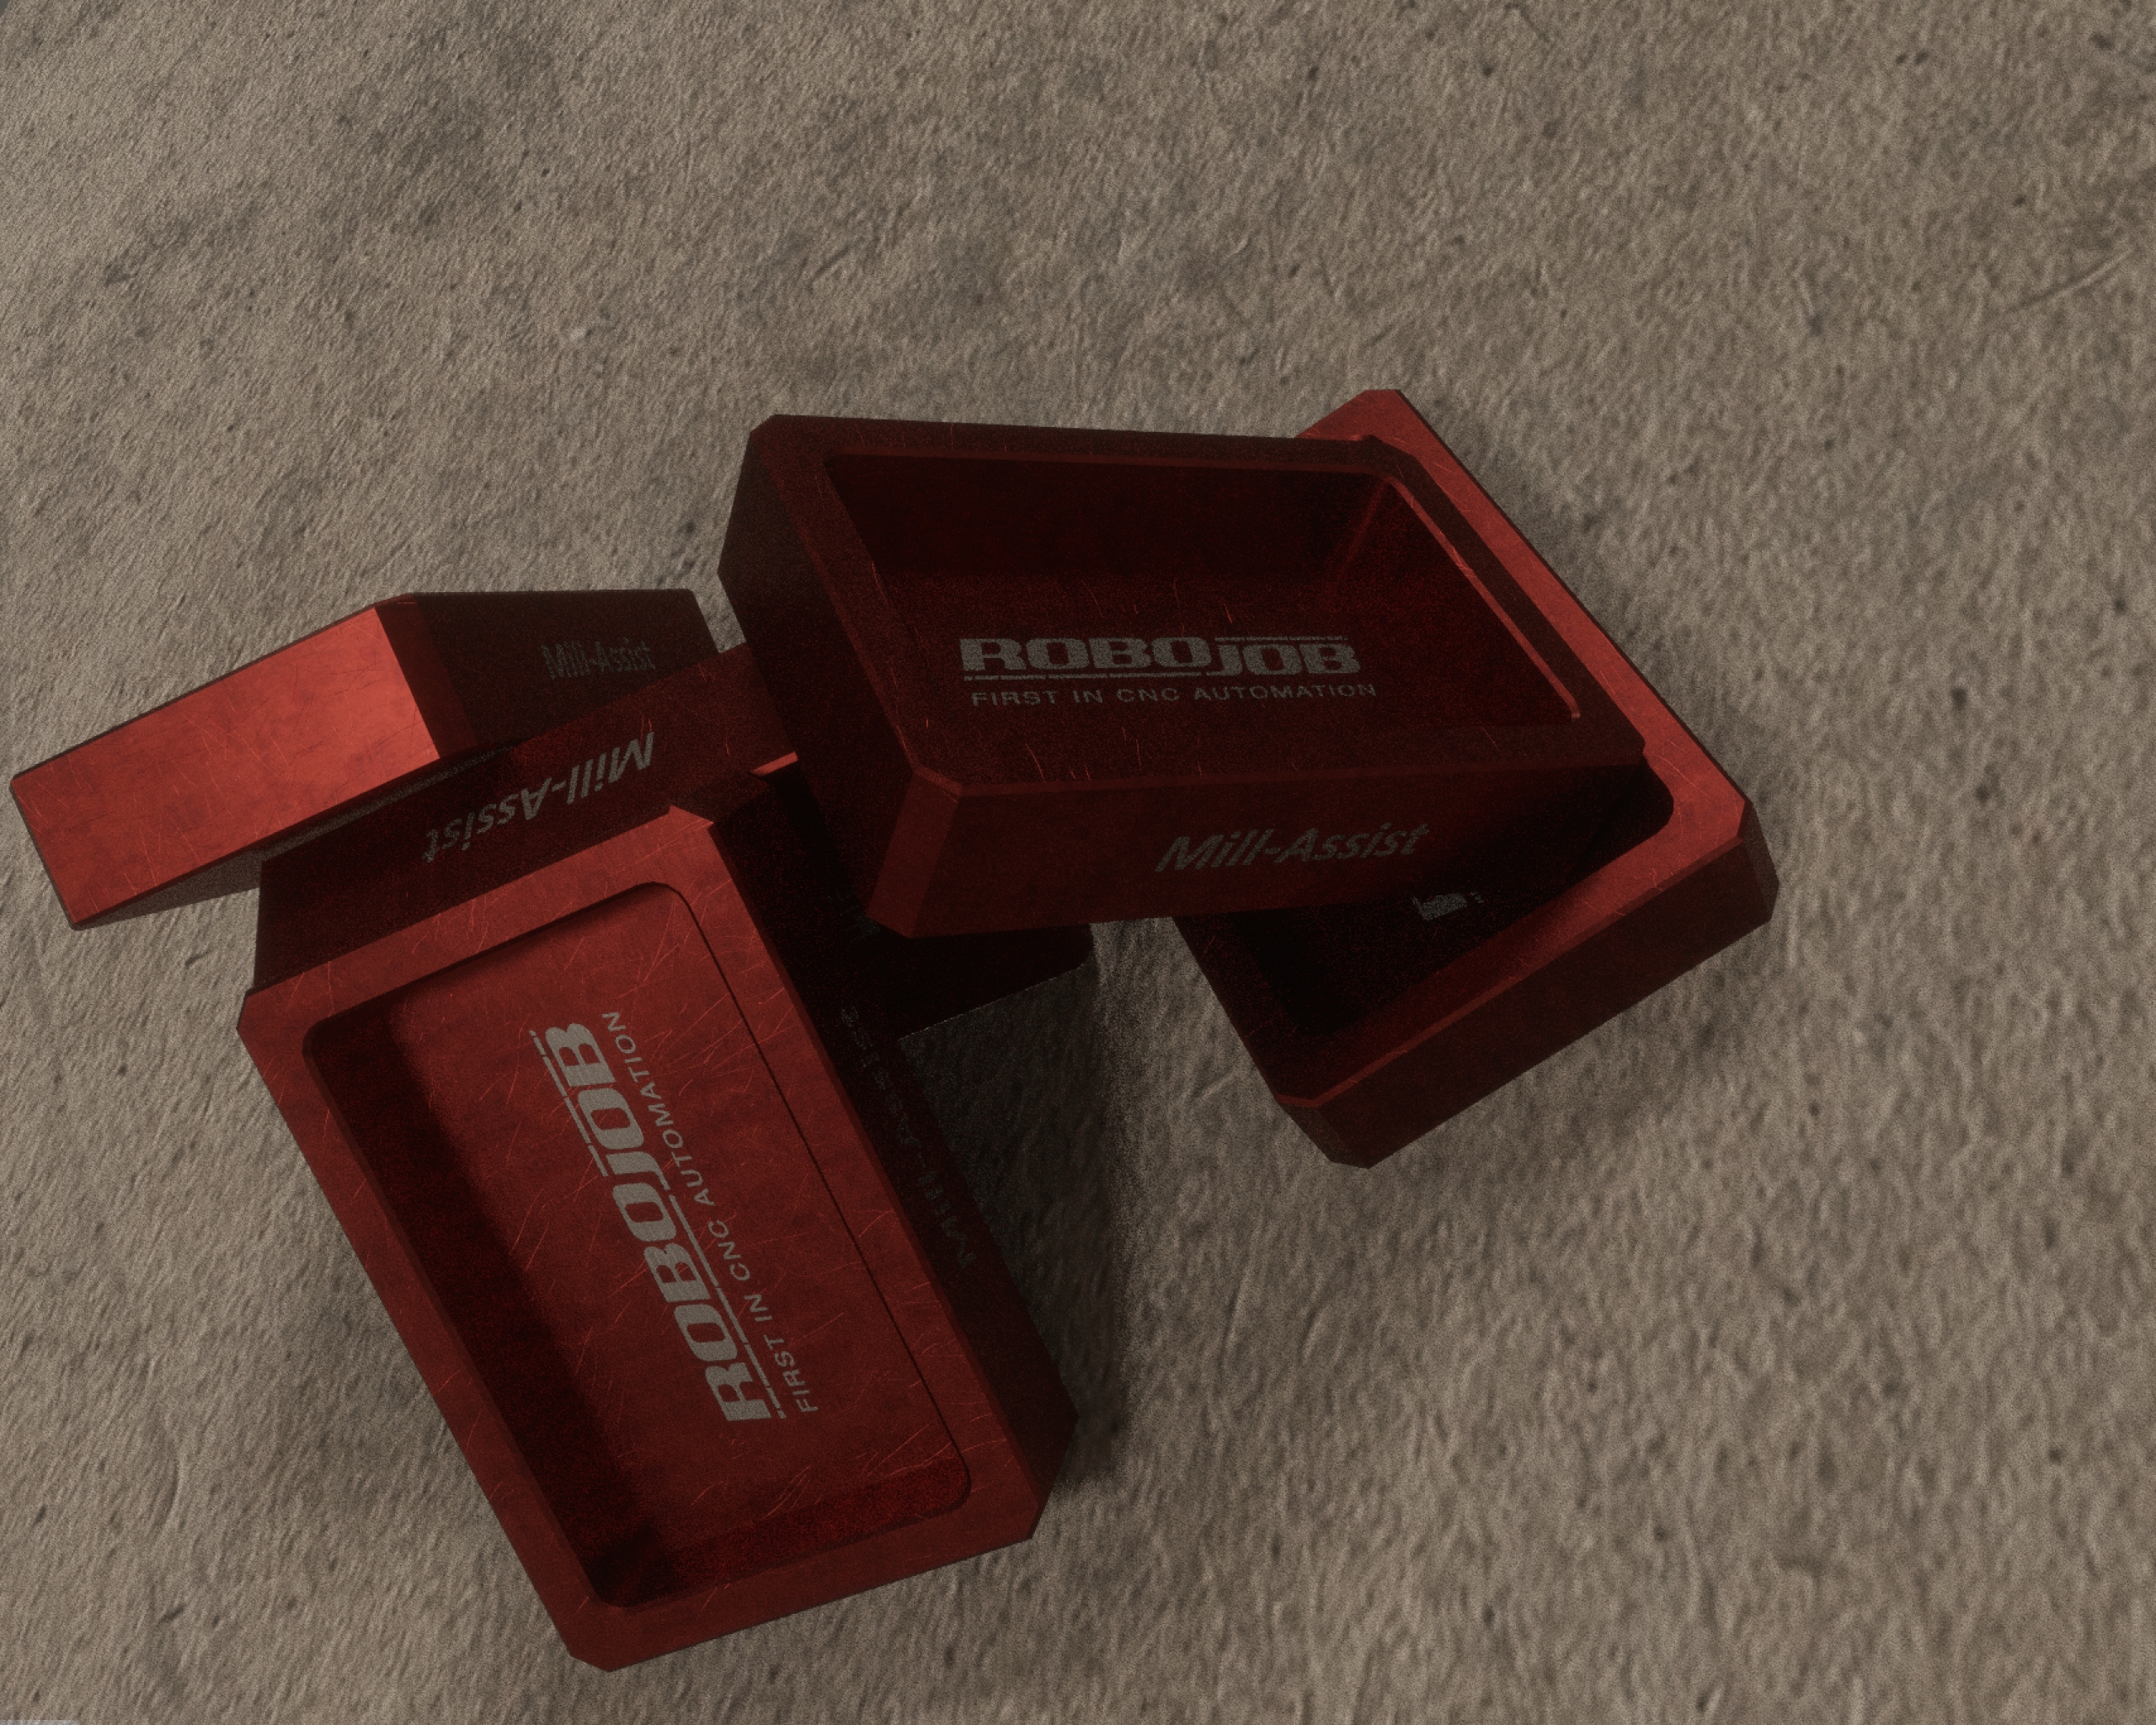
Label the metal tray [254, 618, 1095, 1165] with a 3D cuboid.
[{"bbox_3d":[-0.074,0.010,0.395,0.130,0.090,0.030,-22,54,14],"label":"metal tray"}]

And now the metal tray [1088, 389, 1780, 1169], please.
[{"bbox_3d":[0.053,-0.020,0.385,0.090,0.030,0.130,-33,52,6],"label":"metal tray"}]

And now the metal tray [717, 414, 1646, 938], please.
[{"bbox_3d":[0.017,-0.034,0.345,0.131,0.030,0.090,-4,46,-28],"label":"metal tray"}]

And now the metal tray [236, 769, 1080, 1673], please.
[{"bbox_3d":[-0.068,0.061,0.346,0.090,0.030,0.129,-23,98,15],"label":"metal tray"}]

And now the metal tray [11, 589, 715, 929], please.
[{"bbox_3d":[-0.136,-0.025,0.429,0.090,0.130,0.030,-22,92,15],"label":"metal tray"}]
